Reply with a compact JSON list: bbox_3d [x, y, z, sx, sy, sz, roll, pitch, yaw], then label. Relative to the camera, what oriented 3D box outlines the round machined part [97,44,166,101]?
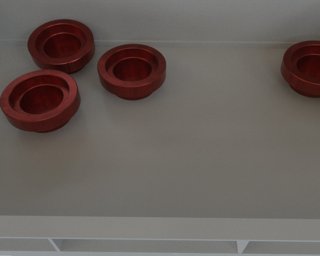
[{"bbox_3d":[-0.040,-0.079,0.460,0.099,0.042,0.098,0,50,0],"label":"round machined part"}]

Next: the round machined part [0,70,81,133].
[{"bbox_3d":[-0.157,-0.032,0.420,0.099,0.042,0.098,0,50,0],"label":"round machined part"}]

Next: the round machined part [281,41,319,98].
[{"bbox_3d":[0.231,-0.083,0.461,0.099,0.042,0.098,-3,52,4],"label":"round machined part"}]

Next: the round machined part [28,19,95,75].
[{"bbox_3d":[-0.152,-0.123,0.490,0.099,0.042,0.098,1,59,-2],"label":"round machined part"}]
